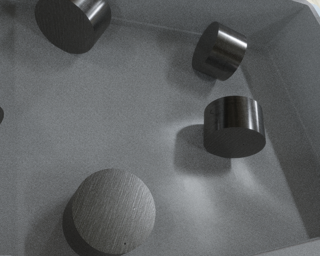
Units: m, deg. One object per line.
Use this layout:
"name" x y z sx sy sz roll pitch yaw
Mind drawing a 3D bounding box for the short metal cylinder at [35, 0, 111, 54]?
"short metal cylinder" -0.110 -0.143 0.398 0.080 0.080 0.050 30 52 -10

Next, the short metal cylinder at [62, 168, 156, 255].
"short metal cylinder" -0.051 0.087 0.309 0.081 0.050 0.080 14 56 -21

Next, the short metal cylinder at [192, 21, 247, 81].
"short metal cylinder" 0.093 -0.121 0.494 0.050 0.080 0.080 20 54 -17

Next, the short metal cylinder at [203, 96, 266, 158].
"short metal cylinder" 0.100 0.000 0.424 0.081 0.080 0.050 18 55 -18

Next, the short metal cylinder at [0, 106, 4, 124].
"short metal cylinder" -0.192 -0.014 0.275 0.081 0.080 0.050 -35 82 -38
